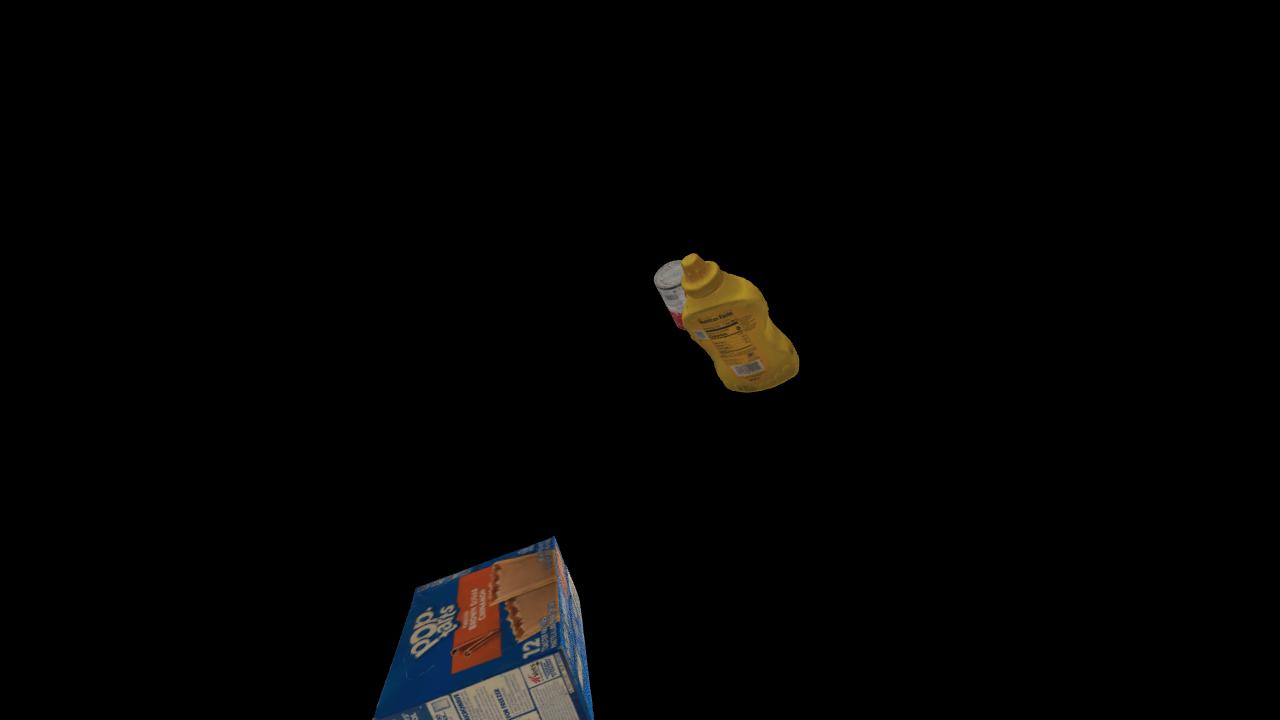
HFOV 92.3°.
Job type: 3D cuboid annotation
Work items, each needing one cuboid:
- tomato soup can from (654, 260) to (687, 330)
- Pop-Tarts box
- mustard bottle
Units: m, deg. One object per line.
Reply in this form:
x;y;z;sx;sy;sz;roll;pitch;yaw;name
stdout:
0.071;-0.107;1.010;0.068;0.068;0.101;0;-39;32;tomato soup can
-0.122;0.244;0.518;0.141;0.083;0.167;-19;14;-5;Pop-Tarts box
0.094;-0.041;0.647;0.092;0.054;0.184;-11;-46;34;mustard bottle
